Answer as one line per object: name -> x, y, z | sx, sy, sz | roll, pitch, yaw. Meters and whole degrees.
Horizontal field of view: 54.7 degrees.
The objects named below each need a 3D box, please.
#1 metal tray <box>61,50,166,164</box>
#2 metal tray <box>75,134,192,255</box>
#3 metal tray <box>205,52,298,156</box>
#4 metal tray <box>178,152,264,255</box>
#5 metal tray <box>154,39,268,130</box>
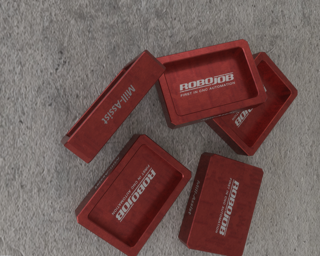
metal tray -> -0.056, -0.024, 0.353 | 0.030, 0.090, 0.130 | 42, 77, -16
metal tray -> -0.032, 0.083, 0.394 | 0.090, 0.030, 0.130 | 40, 77, -16
metal tray -> 0.134, -0.035, 0.455 | 0.090, 0.030, 0.130 | 44, 76, -15
metal tray -> 0.087, 0.108, 0.439 | 0.091, 0.030, 0.129 | 19, 84, -19
metal tray -> 0.063, -0.058, 0.406 | 0.131, 0.030, 0.090 | -15, 81, -10
